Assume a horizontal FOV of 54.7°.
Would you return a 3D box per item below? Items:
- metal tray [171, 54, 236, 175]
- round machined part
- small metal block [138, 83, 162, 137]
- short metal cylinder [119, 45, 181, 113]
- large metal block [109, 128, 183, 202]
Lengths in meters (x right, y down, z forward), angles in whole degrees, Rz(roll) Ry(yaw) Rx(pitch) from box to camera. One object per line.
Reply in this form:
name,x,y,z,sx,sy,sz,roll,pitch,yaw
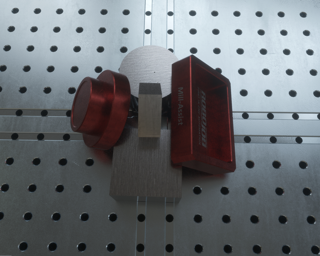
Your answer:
metal tray,0.055,-0.014,0.384,0.030,0.090,0.130,-17,63,40
round machined part,-0.077,-0.024,0.377,0.042,0.098,0.098,14,67,-31
small metal block,-0.012,-0.022,0.361,0.025,0.050,0.050,1,112,-3
short metal cylinder,-0.012,-0.064,0.421,0.081,0.050,0.080,0,70,0
large metal block,-0.015,0.047,0.381,0.080,0.050,0.080,2,70,1
